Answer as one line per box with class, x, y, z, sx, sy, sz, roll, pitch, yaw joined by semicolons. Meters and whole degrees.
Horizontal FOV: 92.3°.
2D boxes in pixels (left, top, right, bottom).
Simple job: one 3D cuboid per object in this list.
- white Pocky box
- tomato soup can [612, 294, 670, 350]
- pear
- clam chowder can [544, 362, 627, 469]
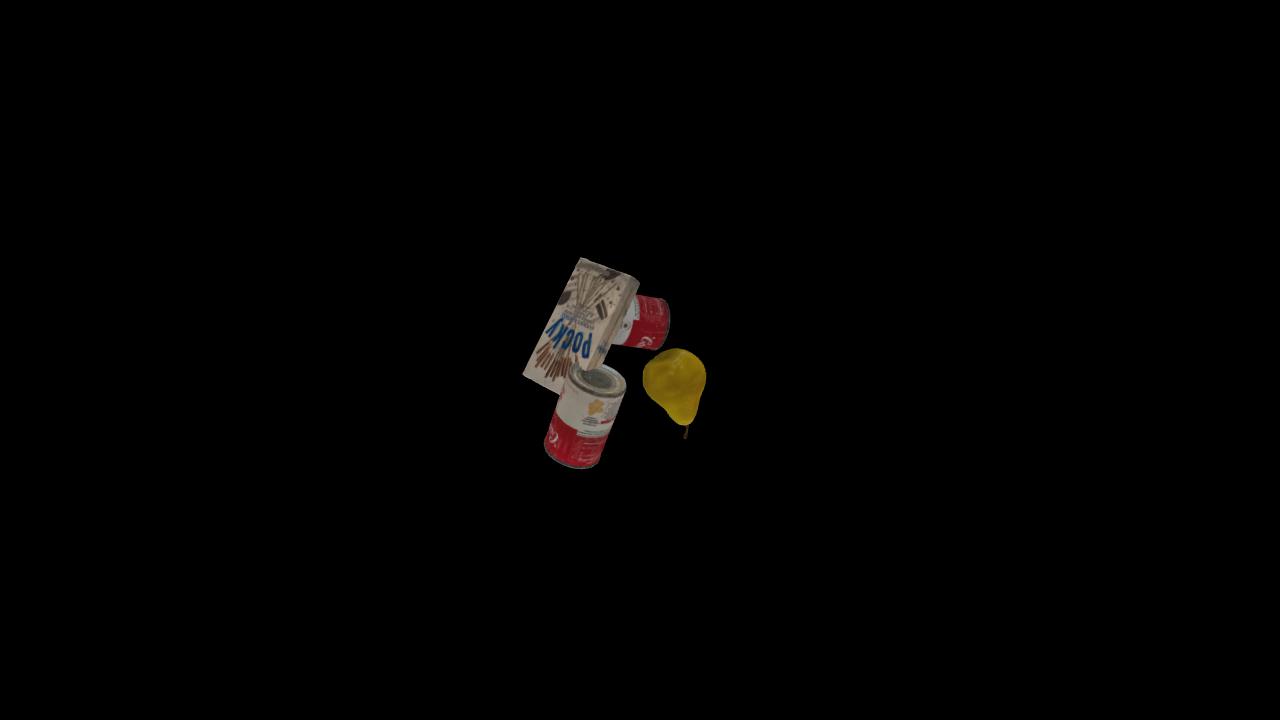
white Pocky box;-0.067;-0.035;0.699;0.084;0.154;0.028;24;-2;33
tomato soup can;-0.022;-0.051;0.757;0.101;0.068;0.068;8;-3;-27
pear;0.052;0.043;0.767;0.080;0.111;0.080;-23;18;8
clam chowder can;-0.061;0.060;0.680;0.068;0.102;0.068;17;27;-9
